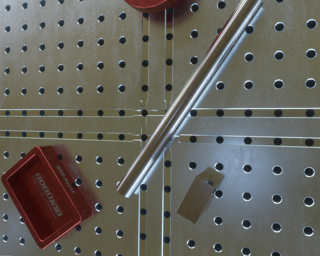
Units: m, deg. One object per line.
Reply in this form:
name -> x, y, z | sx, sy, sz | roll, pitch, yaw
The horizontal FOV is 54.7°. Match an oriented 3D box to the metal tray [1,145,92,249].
metal tray -> -0.173, 0.102, 0.469 | 0.090, 0.030, 0.130 | -38, 78, 15

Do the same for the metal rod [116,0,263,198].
metal rod -> 0.032, -0.034, 0.400 | 0.025, 0.025, 0.299 | 37, 101, 16

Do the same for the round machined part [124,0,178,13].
round machined part -> -0.007, -0.199, 0.405 | 0.098, 0.042, 0.097 | 0, 90, 19

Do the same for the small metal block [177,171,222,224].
small metal block -> 0.049, 0.084, 0.381 | 0.025, 0.050, 0.050 | 29, 99, 17
